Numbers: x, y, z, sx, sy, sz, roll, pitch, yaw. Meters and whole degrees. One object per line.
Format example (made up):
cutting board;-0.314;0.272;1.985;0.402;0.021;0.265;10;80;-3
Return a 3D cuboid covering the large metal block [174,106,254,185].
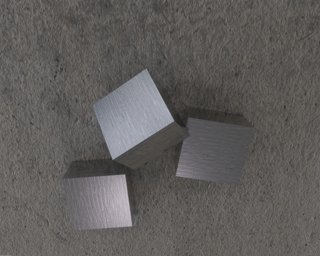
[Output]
large metal block;0.066;0.022;0.405;0.081;0.050;0.079;9;110;-4

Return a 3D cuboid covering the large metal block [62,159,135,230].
large metal block;-0.081;0.090;0.429;0.080;0.050;0.079;-4;110;1

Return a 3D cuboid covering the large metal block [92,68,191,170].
large metal block;-0.023;-0.009;0.370;0.080;0.080;0.050;-33;150;11
